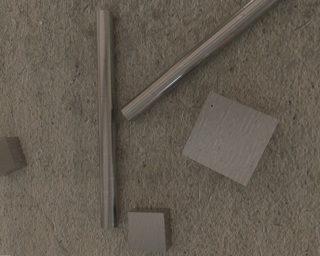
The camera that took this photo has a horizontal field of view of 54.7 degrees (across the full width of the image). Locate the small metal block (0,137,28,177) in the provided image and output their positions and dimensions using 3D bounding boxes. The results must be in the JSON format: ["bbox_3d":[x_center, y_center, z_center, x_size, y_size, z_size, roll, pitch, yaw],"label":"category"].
[{"bbox_3d":[-0.247,0.047,0.494,0.050,0.025,0.050,-24,82,18],"label":"small metal block"}]

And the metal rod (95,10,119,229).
[{"bbox_3d":[-0.074,-0.012,0.433,0.025,0.025,0.298,-2,89,19],"label":"metal rod"}]

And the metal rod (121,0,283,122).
[{"bbox_3d":[0.069,-0.107,0.384,0.300,0.025,0.025,-38,78,15],"label":"metal rod"}]

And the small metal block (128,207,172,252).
[{"bbox_3d":[-0.013,0.134,0.413,0.050,0.025,0.050,-4,89,19],"label":"small metal block"}]

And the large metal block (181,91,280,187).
[{"bbox_3d":[0.084,0.011,0.366,0.080,0.050,0.080,26,98,17],"label":"large metal block"}]
